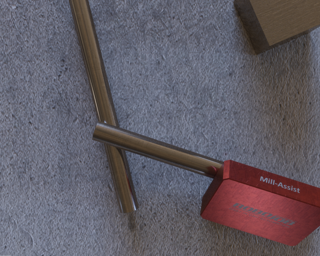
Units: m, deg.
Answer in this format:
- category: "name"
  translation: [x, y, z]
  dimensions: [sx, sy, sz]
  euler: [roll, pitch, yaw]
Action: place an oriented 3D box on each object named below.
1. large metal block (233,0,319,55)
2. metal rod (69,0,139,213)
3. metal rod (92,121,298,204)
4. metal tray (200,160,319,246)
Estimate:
- category: "large metal block"
  translation: [0.153, -0.152, 0.399]
  dimensions: [0.080, 0.050, 0.080]
  euler: [-24, 90, -1]
- category: "metal rod"
  translation: [-0.075, -0.037, 0.408]
  dimensions: [0.025, 0.025, 0.298]
  euler: [-14, 90, 0]
- category: "metal rod"
  translation: [0.063, 0.050, 0.397]
  dimensions: [0.302, 0.025, 0.025]
  euler: [19, 90, -6]
- category: "metal tray"
  translation: [0.126, 0.095, 0.382]
  dimensions: [0.131, 0.030, 0.089]
  euler: [18, 133, -1]
